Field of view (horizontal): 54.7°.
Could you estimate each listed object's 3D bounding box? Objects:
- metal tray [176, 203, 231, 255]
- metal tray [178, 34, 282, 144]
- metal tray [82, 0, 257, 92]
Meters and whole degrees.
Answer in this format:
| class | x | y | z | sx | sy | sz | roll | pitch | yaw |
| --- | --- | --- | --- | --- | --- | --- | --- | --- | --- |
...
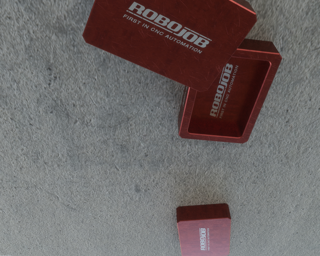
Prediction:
| class | x | y | z | sx | sy | sz | roll | pitch | yaw |
| --- | --- | --- | --- | --- | --- | --- | --- | --- | --- |
| metal tray | 0.081 | 0.191 | 0.567 | 0.090 | 0.030 | 0.129 | -5 | 130 | 4 |
| metal tray | 0.076 | -0.041 | 0.369 | 0.091 | 0.030 | 0.129 | 5 | 130 | -5 |
| metal tray | 0.007 | -0.096 | 0.282 | 0.131 | 0.030 | 0.089 | 21 | 127 | -17 |
